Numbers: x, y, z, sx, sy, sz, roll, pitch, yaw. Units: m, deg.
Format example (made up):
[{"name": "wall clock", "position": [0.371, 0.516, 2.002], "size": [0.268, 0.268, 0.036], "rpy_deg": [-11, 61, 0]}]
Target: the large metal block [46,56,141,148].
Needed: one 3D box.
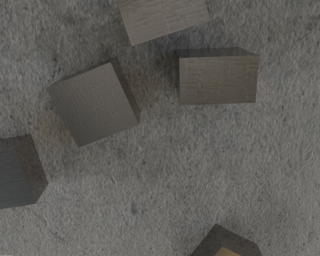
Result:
[{"name": "large metal block", "position": [-0.077, -0.033, 0.383], "size": [0.080, 0.050, 0.080], "rpy_deg": [-21, 109, 7]}]

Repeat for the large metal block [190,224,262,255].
[{"name": "large metal block", "position": [0.101, 0.208, 0.475], "size": [0.080, 0.050, 0.080], "rpy_deg": [29, 107, -11]}]

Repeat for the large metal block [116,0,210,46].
[{"name": "large metal block", "position": [0.003, -0.129, 0.333], "size": [0.080, 0.080, 0.050], "rpy_deg": [-17, 110, 5]}]

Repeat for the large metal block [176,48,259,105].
[{"name": "large metal block", "position": [0.060, -0.063, 0.358], "size": [0.081, 0.080, 0.050], "rpy_deg": [-2, 110, 0]}]

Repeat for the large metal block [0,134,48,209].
[{"name": "large metal block", "position": [-0.209, 0.060, 0.416], "size": [0.080, 0.050, 0.079], "rpy_deg": [-10, 110, 3]}]
